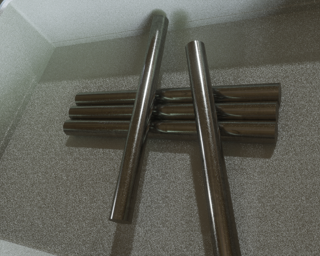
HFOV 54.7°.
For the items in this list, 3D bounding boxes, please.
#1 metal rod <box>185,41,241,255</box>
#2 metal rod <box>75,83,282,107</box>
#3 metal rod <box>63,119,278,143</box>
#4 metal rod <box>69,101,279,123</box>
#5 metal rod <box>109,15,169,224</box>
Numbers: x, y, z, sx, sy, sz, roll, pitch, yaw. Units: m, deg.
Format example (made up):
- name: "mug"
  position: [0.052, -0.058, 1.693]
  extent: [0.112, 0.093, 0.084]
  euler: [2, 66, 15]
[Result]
- name: "metal rod"
  position: [0.055, 0.031, 0.329]
  extent: [0.025, 0.025, 0.299]
  euler: [-15, 62, 20]
- name: "metal rod"
  position: [0.005, -0.042, 0.426]
  extent: [0.300, 0.025, 0.025]
  euler: [1, 62, 28]
- name: "metal rod"
  position: [-0.007, 0.002, 0.405]
  extent: [0.300, 0.025, 0.025]
  euler: [1, 62, 28]
- name: "metal rod"
  position: [-0.002, -0.020, 0.416]
  extent: [0.300, 0.025, 0.025]
  euler: [1, 62, 28]
- name: "metal rod"
  position: [-0.021, -0.031, 0.400]
  extent: [0.025, 0.025, 0.299]
  euler: [-5, 59, 25]
